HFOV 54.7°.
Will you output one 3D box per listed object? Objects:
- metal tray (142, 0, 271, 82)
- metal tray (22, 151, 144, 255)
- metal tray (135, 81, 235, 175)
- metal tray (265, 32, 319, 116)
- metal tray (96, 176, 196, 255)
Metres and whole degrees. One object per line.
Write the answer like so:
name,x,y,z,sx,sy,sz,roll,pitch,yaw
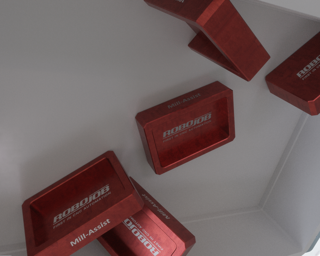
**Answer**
metal tray,0.042,-0.104,0.318,0.090,0.130,0.030,34,99,-38
metal tray,-0.095,0.092,0.371,0.131,0.090,0.030,-31,129,-8
metal tray,0.039,0.000,0.426,0.131,0.030,0.089,-23,127,-14
metal tray,0.230,-0.085,0.438,0.130,0.090,0.030,-40,129,-2
metal tray,-0.029,0.138,0.410,0.090,0.130,0.030,-58,154,13
